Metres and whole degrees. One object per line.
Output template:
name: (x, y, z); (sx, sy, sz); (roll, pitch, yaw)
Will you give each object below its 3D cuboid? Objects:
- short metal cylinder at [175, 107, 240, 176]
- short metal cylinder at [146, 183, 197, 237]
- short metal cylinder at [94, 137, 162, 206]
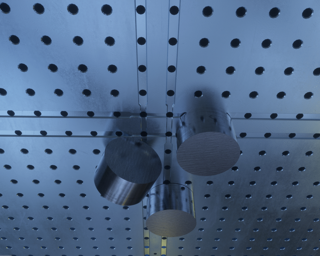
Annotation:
short metal cylinder: (0.061, 0.019, 0.412); (0.081, 0.050, 0.079); (0, 130, 0)
short metal cylinder: (0.018, 0.137, 0.511); (0.081, 0.050, 0.079); (0, 131, 0)
short metal cylinder: (-0.044, 0.058, 0.425); (0.081, 0.080, 0.050); (18, 128, -15)
